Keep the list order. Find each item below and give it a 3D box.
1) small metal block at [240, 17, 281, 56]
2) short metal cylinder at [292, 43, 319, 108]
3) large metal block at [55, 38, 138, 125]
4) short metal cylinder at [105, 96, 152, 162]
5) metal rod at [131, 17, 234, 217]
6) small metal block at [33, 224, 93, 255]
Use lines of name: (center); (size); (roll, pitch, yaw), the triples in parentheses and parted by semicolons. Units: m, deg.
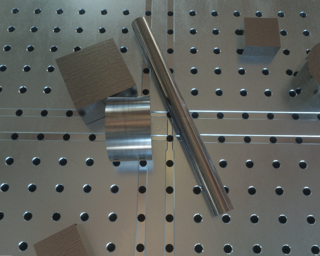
small metal block: (0.148, -0.136, 0.462); (0.050, 0.025, 0.050); (2, 70, 0)
short metal cylinder: (0.233, -0.073, 0.427); (0.081, 0.050, 0.080); (0, 70, 0)
large metal block: (-0.083, -0.063, 0.420); (0.080, 0.050, 0.080); (-24, 71, -9)
short metal cylinder: (-0.036, 0.001, 0.382); (0.050, 0.080, 0.080); (-2, 70, -1)
metal rod: (0.023, -0.028, 0.421); (0.025, 0.025, 0.299); (-20, 71, -7)
small metal block: (-0.109, 0.146, 0.357); (0.050, 0.025, 0.050); (-26, 72, -9)
